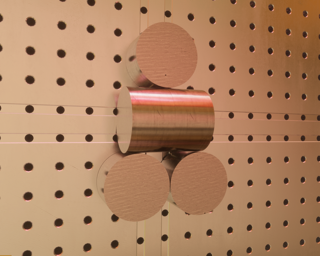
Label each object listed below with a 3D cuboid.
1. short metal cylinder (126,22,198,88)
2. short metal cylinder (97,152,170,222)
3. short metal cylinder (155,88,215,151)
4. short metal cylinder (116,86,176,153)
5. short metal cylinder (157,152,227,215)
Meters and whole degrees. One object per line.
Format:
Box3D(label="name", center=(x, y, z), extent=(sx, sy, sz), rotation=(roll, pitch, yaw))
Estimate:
Box3D(label="short metal cylinder", center=(0.001, -0.089, 0.400), extent=(0.081, 0.050, 0.079), rotation=(0, 90, -21))
Box3D(label="short metal cylinder", center=(-0.034, 0.070, 0.387), extent=(0.081, 0.050, 0.079), rotation=(0, 90, -21))
Box3D(label="short metal cylinder", center=(0.027, -0.010, 0.395), extent=(0.050, 0.080, 0.079), rotation=(0, 90, -20))
Box3D(label="short metal cylinder", center=(-0.020, -0.010, 0.377), extent=(0.050, 0.080, 0.079), rotation=(0, 90, -20))
Box3D(label="short metal cylinder", center=(0.042, 0.070, 0.415), extent=(0.081, 0.050, 0.079), rotation=(0, 90, -21))
